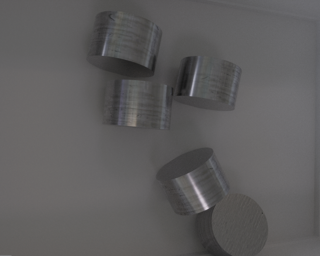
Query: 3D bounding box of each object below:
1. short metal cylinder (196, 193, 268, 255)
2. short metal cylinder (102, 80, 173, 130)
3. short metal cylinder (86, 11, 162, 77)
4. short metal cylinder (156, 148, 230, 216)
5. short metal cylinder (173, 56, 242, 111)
[{"bbox_3d":[0.096,0.133,0.418,0.081,0.050,0.080,7,66,-15],"label":"short metal cylinder"},{"bbox_3d":[-0.026,-0.026,0.371,0.081,0.080,0.050,5,89,-20],"label":"short metal cylinder"},{"bbox_3d":[-0.041,-0.096,0.366,0.081,0.080,0.050,12,86,-20],"label":"short metal cylinder"},{"bbox_3d":[0.042,0.067,0.397,0.080,0.080,0.050,-30,100,-17],"label":"short metal cylinder"},{"bbox_3d":[0.062,-0.056,0.404,0.081,0.080,0.050,13,86,-20],"label":"short metal cylinder"}]
